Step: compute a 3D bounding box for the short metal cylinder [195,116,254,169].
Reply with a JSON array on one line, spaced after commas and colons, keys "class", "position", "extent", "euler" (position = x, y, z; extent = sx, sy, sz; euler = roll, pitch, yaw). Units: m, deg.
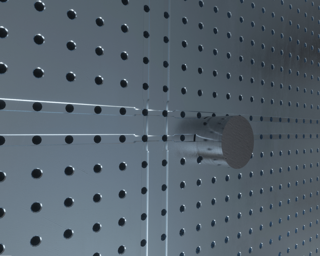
[{"class": "short metal cylinder", "position": [0.101, 0.021, 0.481], "extent": [0.081, 0.050, 0.079], "euler": [0, 90, -40]}]
